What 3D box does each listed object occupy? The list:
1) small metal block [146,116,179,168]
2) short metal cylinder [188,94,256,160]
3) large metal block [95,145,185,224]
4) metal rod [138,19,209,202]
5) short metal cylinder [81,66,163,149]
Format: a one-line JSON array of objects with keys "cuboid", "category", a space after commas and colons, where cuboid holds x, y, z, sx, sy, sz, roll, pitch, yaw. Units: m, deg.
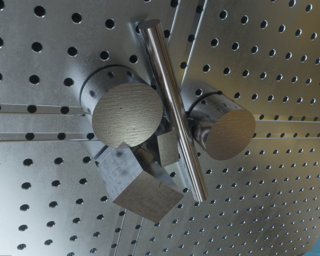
[{"cuboid": [0.000, 0.014, 0.399, 0.025, 0.050, 0.050, -20, 126, -17], "category": "small metal block"}, {"cuboid": [0.086, -0.001, 0.436, 0.081, 0.050, 0.079, -14, 124, -21], "category": "short metal cylinder"}, {"cuboid": [-0.027, 0.064, 0.395, 0.050, 0.080, 0.080, -47, 129, 5], "category": "large metal block"}, {"cuboid": [0.028, 0.000, 0.422, 0.025, 0.025, 0.299, -28, 128, -11], "category": "metal rod"}, {"cuboid": [-0.044, -0.024, 0.352, 0.081, 0.050, 0.079, -14, 124, -21], "category": "short metal cylinder"}]
